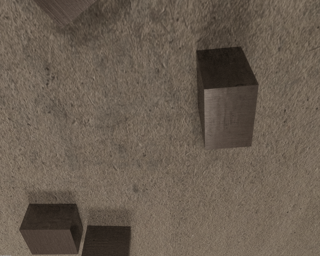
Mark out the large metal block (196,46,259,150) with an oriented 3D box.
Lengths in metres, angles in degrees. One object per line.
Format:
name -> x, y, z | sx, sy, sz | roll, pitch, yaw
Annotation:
large metal block -> 0.070, -0.034, 0.344 | 0.050, 0.080, 0.080 | -5, 130, 3

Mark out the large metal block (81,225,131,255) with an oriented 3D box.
large metal block -> -0.096, 0.228, 0.564 | 0.081, 0.080, 0.050 | 2, 130, -2

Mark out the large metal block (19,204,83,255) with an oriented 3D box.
large metal block -> -0.185, 0.176, 0.538 | 0.081, 0.050, 0.079 | 0, 130, -1

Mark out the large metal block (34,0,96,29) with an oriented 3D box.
large metal block -> -0.080, -0.148, 0.264 | 0.080, 0.050, 0.080 | -29, 125, 22
